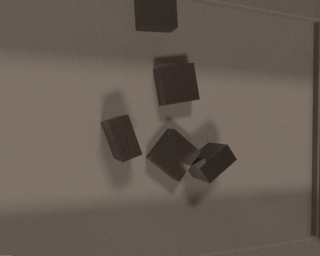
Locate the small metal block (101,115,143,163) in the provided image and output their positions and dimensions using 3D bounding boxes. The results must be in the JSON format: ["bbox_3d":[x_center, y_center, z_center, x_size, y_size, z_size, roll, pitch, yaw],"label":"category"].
[{"bbox_3d":[-0.048,0.012,0.380,0.025,0.050,0.050,-21,98,-19],"label":"small metal block"}]

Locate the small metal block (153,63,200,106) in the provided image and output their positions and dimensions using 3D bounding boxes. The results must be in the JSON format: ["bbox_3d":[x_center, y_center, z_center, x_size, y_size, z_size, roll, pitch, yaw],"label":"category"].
[{"bbox_3d":[0.022,-0.059,0.420,0.050,0.025,0.050,-11,94,-20],"label":"small metal block"}]

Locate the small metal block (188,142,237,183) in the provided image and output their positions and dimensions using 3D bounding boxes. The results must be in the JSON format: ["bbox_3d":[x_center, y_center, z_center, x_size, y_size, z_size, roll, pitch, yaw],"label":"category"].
[{"bbox_3d":[0.067,0.046,0.424,0.050,0.050,0.025,-38,103,-16],"label":"small metal block"}]

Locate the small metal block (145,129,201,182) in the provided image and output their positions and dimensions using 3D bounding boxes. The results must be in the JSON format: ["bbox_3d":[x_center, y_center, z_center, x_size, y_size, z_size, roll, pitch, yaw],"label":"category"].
[{"bbox_3d":[0.018,0.036,0.418,0.050,0.025,0.050,41,77,-16],"label":"small metal block"}]

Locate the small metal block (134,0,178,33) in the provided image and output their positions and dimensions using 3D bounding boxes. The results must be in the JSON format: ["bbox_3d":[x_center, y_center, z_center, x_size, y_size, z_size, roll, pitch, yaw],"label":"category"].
[{"bbox_3d":[-0.006,-0.156,0.409,0.050,0.025,0.050,-4,91,-20],"label":"small metal block"}]
